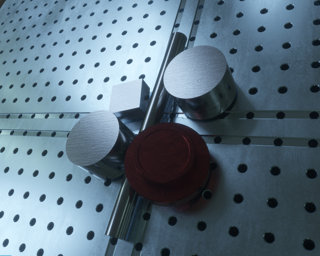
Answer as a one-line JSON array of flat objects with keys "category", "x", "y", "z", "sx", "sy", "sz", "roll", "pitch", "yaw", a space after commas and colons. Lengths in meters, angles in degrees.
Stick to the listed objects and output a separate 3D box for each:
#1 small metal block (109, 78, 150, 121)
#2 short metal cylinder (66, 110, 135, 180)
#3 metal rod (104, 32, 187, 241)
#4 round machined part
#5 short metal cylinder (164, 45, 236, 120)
[{"category": "small metal block", "x": -0.044, "y": -0.040, "z": 0.450, "sx": 0.050, "sy": 0.025, "sz": 0.050, "roll": -10, "pitch": 57, "yaw": 22}, {"category": "short metal cylinder", "x": -0.076, "y": 0.023, "z": 0.413, "sx": 0.080, "sy": 0.050, "sz": 0.080, "roll": -13, "pitch": 56, "yaw": 21}, {"category": "metal rod", "x": -0.011, "y": -0.006, "z": 0.413, "sx": 0.025, "sy": 0.025, "sz": 0.300, "roll": 3, "pitch": 63, "yaw": 29}, {"category": "round machined part", "x": 0.007, "y": 0.036, "z": 0.351, "sx": 0.098, "sy": 0.042, "sz": 0.098, "roll": -4, "pitch": 62, "yaw": 8}, {"category": "short metal cylinder", "x": 0.051, "y": -0.058, "z": 0.395, "sx": 0.080, "sy": 0.050, "sz": 0.080, "roll": -13, "pitch": 56, "yaw": 21}]
